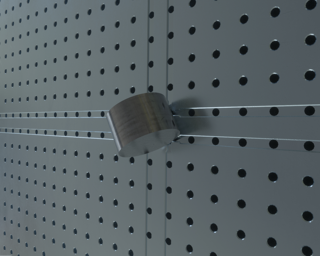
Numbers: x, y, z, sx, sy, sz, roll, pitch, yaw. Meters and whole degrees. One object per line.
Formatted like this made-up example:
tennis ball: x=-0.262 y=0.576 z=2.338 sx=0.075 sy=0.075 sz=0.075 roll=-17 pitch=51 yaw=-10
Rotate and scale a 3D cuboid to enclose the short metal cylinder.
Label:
short metal cylinder: x=-0.021 y=-0.002 z=0.391 sx=0.080 sy=0.081 sz=0.050 roll=-35 pitch=68 yaw=35
